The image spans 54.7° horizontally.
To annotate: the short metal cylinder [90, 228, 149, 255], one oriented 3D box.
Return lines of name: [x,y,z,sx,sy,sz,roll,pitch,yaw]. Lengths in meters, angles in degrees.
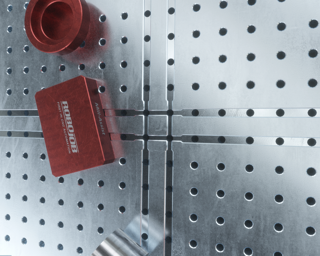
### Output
short metal cylinder: [-0.059,0.180,0.404,0.050,0.080,0.080,36,101,16]

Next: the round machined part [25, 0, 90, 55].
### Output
round machined part: [-0.144,-0.154,0.454,0.098,0.042,0.097,0,90,20]

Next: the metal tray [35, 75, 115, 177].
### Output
metal tray: [-0.126,-0.002,0.454,0.090,0.030,0.129,-16,85,19]
